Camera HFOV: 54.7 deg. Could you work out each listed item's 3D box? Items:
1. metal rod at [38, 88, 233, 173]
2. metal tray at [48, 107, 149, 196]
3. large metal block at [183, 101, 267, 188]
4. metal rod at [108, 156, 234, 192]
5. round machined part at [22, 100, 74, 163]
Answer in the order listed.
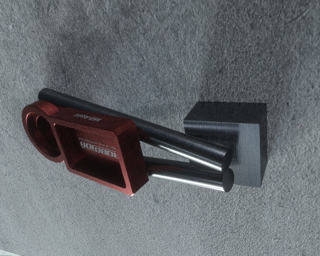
[{"bbox_3d":[-0.053,-0.008,0.388,0.300,0.025,0.025,19,127,32],"label":"metal rod"},{"bbox_3d":[-0.080,0.026,0.395,0.130,0.030,0.089,11,124,37],"label":"metal tray"},{"bbox_3d":[0.078,0.017,0.358,0.080,0.050,0.079,4,120,26],"label":"large metal block"},{"bbox_3d":[-0.043,0.047,0.417,0.300,0.025,0.025,3,121,41],"label":"metal rod"},{"bbox_3d":[-0.161,0.001,0.473,0.098,0.042,0.097,21,129,28],"label":"round machined part"}]
